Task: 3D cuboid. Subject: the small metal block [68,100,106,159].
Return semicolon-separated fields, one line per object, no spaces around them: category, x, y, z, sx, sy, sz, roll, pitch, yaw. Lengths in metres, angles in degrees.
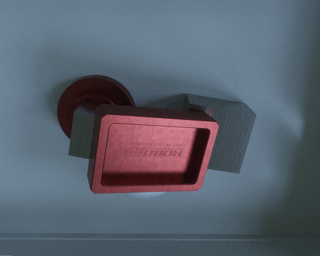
small metal block;-0.082;0.001;0.350;0.025;0.050;0.050;12;110;-5

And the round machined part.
round machined part;-0.081;-0.015;0.394;0.099;0.042;0.097;0;110;-1

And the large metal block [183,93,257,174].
large metal block;0.067;0.006;0.398;0.081;0.050;0.079;9;110;-4

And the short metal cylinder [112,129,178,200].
short metal cylinder;-0.021;0.046;0.400;0.081;0.050;0.079;-7;124;-10

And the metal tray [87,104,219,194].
metal tray;-0.008;0.025;0.341;0.131;0.030;0.089;3;112;-22
